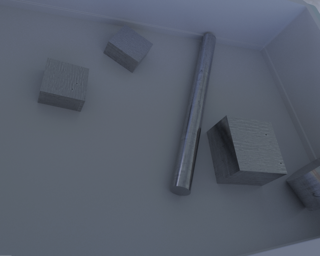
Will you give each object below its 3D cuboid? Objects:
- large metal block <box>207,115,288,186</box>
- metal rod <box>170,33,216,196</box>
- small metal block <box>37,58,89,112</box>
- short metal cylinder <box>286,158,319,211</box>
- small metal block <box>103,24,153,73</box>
[{"bbox_3d":[0.120,0.034,0.436,0.081,0.050,0.080,7,59,-25],"label":"large metal block"},{"bbox_3d":[0.056,-0.041,0.462,0.025,0.025,0.300,25,53,-13],"label":"metal rod"},{"bbox_3d":[-0.116,-0.052,0.376,0.050,0.025,0.050,12,57,-22],"label":"small metal block"},{"bbox_3d":[0.236,0.078,0.453,0.081,0.080,0.050,-24,75,-37],"label":"short metal cylinder"},{"bbox_3d":[-0.046,-0.117,0.454,0.050,0.025,0.050,34,51,-6],"label":"small metal block"}]
